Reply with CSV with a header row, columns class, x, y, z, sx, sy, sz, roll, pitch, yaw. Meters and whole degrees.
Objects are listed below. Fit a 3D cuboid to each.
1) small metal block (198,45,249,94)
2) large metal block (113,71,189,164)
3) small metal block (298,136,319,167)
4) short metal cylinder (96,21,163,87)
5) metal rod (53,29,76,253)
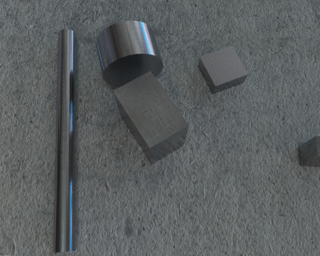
class,x,y,z,sx,sy,sz,roll,pitch,yaw
small metal block,0.088,-0.082,0.439,0.050,0.025,0.050,-21,72,-8
large metal block,-0.011,-0.009,0.382,0.050,0.080,0.080,-31,73,-11
small metal block,0.209,0.031,0.386,0.050,0.050,0.025,4,70,1
short metal cylinder,-0.041,-0.096,0.414,0.081,0.080,0.050,-14,71,-5
metal rod,-0.123,0.002,0.405,0.025,0.025,0.299,-5,70,-2
